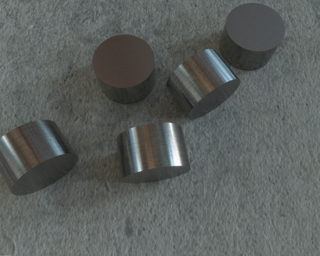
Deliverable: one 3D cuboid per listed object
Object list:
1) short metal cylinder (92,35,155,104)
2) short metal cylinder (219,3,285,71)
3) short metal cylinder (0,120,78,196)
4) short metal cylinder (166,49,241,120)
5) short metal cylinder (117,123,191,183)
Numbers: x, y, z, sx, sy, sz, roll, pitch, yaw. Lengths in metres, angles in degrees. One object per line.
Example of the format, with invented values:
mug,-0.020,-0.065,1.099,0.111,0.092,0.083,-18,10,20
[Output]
short metal cylinder,-0.047,-0.079,0.423,0.081,0.050,0.080,0,70,0
short metal cylinder,0.130,-0.130,0.444,0.081,0.050,0.080,0,70,0
short metal cylinder,-0.146,0.035,0.364,0.080,0.080,0.050,-34,74,-12
short metal cylinder,0.055,-0.055,0.400,0.080,0.080,0.050,-31,73,-11
short metal cylinder,-0.008,0.032,0.367,0.081,0.080,0.050,-9,71,-4
